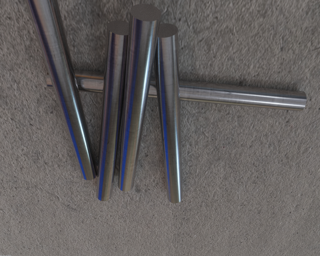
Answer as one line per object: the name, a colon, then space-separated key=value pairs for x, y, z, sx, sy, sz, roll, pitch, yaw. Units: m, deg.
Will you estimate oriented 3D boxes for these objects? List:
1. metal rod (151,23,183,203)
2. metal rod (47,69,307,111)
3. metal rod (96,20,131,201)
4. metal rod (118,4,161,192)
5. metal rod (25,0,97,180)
metal rod: x=0.014 y=0.011 z=0.392 sx=0.025 sy=0.025 sz=0.298 roll=-3 pitch=138 yaw=2
metal rod: x=0.023 y=-0.045 z=0.368 sx=0.302 sy=0.025 sz=0.025 roll=5 pitch=130 yaw=-5
metal rod: x=-0.063 y=0.008 z=0.389 sx=0.025 sy=0.025 sz=0.298 roll=8 pitch=137 yaw=-7
metal rod: x=-0.032 y=-0.003 z=0.365 sx=0.025 sy=0.025 sz=0.298 roll=6 pitch=142 yaw=-5
metal rod: x=-0.102 y=-0.029 z=0.350 sx=0.025 sy=0.025 sz=0.298 roll=1 pitch=140 yaw=-1
